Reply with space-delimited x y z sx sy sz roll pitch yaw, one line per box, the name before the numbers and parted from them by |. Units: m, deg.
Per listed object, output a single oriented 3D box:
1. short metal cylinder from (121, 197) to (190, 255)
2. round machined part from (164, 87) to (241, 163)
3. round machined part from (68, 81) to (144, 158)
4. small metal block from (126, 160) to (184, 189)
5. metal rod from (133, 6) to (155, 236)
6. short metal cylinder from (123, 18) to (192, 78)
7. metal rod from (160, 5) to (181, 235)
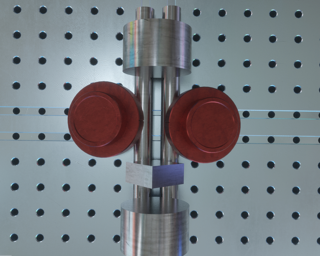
short metal cylinder | -0.006 0.115 0.364 0.081 0.080 0.050 1 90 0
round machined part | 0.059 -0.004 0.392 0.099 0.042 0.097 0 90 -15
round machined part | -0.073 -0.011 0.392 0.098 0.042 0.097 0 90 14
small metal block | -0.006 0.055 0.377 0.050 0.050 0.025 1 90 -42
metal rod | -0.022 -0.008 0.412 0.025 0.025 0.298 1 90 0
short metal cylinder | -0.003 -0.090 0.363 0.081 0.080 0.050 1 90 0
metal rod | 0.013 -0.009 0.412 0.025 0.025 0.298 1 90 0
